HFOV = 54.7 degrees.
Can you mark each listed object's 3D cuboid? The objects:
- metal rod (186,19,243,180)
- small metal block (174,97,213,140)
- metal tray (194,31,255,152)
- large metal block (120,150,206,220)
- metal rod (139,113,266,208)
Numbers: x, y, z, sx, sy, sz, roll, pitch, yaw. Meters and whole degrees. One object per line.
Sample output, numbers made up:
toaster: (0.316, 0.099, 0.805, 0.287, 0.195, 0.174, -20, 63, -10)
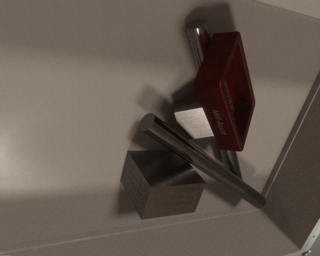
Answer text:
metal rod: (0.088, -0.012, 0.451, 0.025, 0.025, 0.299, -30, 129, -9)
small metal block: (0.049, -0.013, 0.416, 0.050, 0.025, 0.050, -10, 128, 9)
metal tray: (0.087, -0.042, 0.388, 0.130, 0.030, 0.090, 59, 45, -45)
large metal block: (0.002, 0.073, 0.421, 0.081, 0.080, 0.050, 1, 118, -29)
metal rod: (0.081, 0.062, 0.463, 0.025, 0.025, 0.301, -49, 128, 6)
